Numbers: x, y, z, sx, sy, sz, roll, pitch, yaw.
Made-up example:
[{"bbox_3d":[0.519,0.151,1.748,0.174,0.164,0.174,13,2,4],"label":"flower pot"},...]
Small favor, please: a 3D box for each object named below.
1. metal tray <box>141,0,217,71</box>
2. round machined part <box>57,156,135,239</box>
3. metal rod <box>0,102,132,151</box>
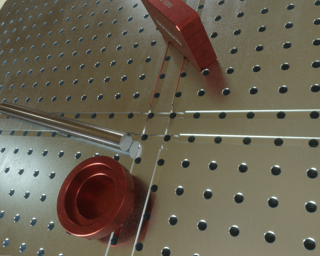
[{"bbox_3d":[0.023,-0.149,0.446,0.030,0.090,0.130,-38,51,3],"label":"metal tray"},{"bbox_3d":[-0.074,0.087,0.383,0.098,0.042,0.098,-13,56,21],"label":"round machined part"},{"bbox_3d":[-0.169,-0.009,0.502,0.300,0.025,0.025,13,68,33],"label":"metal rod"}]
